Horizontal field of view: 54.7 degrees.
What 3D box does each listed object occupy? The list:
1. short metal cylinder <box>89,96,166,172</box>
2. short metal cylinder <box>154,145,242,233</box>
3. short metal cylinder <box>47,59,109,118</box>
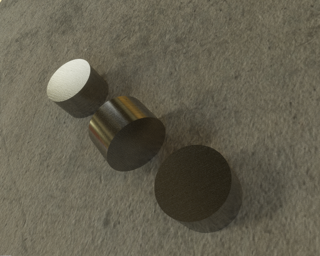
[{"bbox_3d":[-0.040,0.007,0.384,0.080,0.080,0.050,-44,51,-2],"label":"short metal cylinder"},{"bbox_3d":[0.041,0.064,0.326,0.080,0.050,0.080,-13,56,20],"label":"short metal cylinder"},{"bbox_3d":[-0.130,-0.062,0.492,0.080,0.050,0.080,-13,56,20],"label":"short metal cylinder"}]
